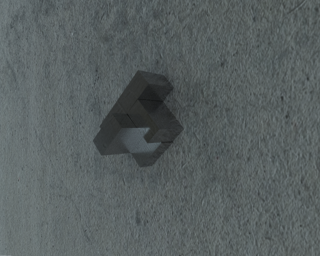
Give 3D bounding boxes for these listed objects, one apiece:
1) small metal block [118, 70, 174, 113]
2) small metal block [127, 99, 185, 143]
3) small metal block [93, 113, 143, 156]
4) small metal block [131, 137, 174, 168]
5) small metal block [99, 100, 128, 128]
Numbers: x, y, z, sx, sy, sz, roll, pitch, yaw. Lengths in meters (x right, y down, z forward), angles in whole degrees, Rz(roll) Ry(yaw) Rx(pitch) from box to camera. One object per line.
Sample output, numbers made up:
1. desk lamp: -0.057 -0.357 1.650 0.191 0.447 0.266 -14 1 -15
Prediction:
1. small metal block: -0.018 -0.045 0.403 0.050 0.050 0.025 -51 60 28
2. small metal block: -0.005 -0.009 0.392 0.025 0.050 0.050 -50 61 28
3. small metal block: -0.049 0.008 0.396 0.050 0.050 0.025 -51 60 28
4. small metal block: -0.017 0.017 0.419 0.050 0.025 0.050 -50 61 28
5. small metal block: -0.046 -0.010 0.425 0.050 0.050 0.025 -51 60 28
